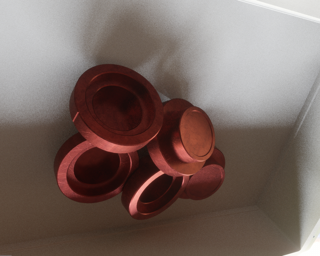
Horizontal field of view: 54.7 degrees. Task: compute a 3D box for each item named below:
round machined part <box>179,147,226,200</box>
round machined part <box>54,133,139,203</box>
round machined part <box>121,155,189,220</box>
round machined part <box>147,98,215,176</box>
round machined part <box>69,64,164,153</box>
[{"bbox_3d":[0.060,0.071,0.474,0.099,0.042,0.097,-14,125,-21],"label":"round machined part"},{"bbox_3d":[-0.079,0.040,0.378,0.099,0.042,0.097,-14,125,-21],"label":"round machined part"},{"bbox_3d":[-0.011,0.074,0.422,0.099,0.042,0.097,-26,139,-25],"label":"round machined part"},{"bbox_3d":[0.032,0.010,0.385,0.099,0.042,0.098,14,70,-43],"label":"round machined part"},{"bbox_3d":[-0.049,-0.017,0.336,0.099,0.098,0.042,2,153,-30],"label":"round machined part"}]
